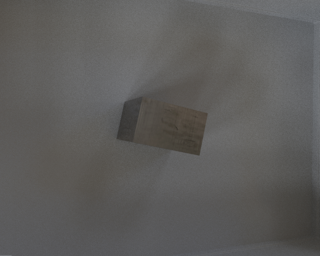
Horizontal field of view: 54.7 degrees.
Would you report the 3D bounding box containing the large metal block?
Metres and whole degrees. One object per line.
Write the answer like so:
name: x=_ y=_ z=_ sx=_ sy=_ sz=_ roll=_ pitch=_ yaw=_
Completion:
large metal block: x=-0.001 y=-0.001 z=0.380 sx=0.081 sy=0.080 sz=0.050 roll=13 pitch=86 yaw=-20
